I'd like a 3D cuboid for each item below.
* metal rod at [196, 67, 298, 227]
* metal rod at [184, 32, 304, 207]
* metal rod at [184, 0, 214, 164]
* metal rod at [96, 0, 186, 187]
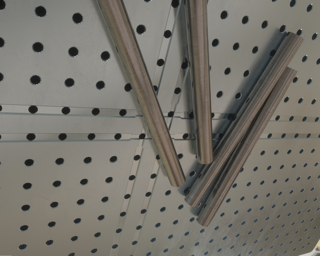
[{"bbox_3d":[0.135,0.039,0.507,0.025,0.025,0.298,11,113,-33],"label":"metal rod"},{"bbox_3d":[0.121,-0.003,0.474,0.025,0.025,0.299,18,109,-35],"label":"metal rod"},{"bbox_3d":[0.050,-0.073,0.392,0.025,0.025,0.298,-21,127,-16],"label":"metal rod"},{"bbox_3d":[-0.014,-0.030,0.383,0.025,0.025,0.299,-28,128,-10],"label":"metal rod"}]
